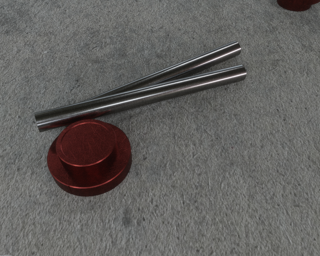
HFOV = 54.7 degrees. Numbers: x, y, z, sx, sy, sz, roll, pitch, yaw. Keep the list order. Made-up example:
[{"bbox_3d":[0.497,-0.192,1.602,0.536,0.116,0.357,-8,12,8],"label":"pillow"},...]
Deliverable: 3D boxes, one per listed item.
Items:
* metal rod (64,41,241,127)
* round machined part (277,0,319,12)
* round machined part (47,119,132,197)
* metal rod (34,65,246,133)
[{"bbox_3d":[-0.002,-0.072,0.463,0.302,0.025,0.025,-25,55,-20],"label":"metal rod"},{"bbox_3d":[0.275,-0.270,0.622,0.099,0.042,0.098,0,50,0],"label":"round machined part"},{"bbox_3d":[-0.084,0.028,0.368,0.099,0.042,0.098,0,50,0],"label":"round machined part"},{"bbox_3d":[-0.013,-0.046,0.427,0.302,0.025,0.025,-16,52,-19],"label":"metal rod"}]
